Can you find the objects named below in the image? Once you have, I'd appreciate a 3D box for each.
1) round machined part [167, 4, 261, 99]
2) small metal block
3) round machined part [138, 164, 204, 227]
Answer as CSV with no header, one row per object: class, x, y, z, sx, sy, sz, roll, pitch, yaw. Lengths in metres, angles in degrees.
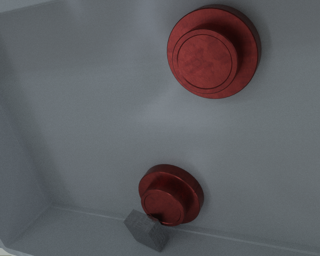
round machined part,0.052,-0.075,0.323,0.098,0.042,0.097,13,124,20
small metal block,-0.020,0.155,0.467,0.050,0.025,0.050,9,136,39
round machined part,0.012,0.105,0.455,0.098,0.042,0.097,13,124,20
